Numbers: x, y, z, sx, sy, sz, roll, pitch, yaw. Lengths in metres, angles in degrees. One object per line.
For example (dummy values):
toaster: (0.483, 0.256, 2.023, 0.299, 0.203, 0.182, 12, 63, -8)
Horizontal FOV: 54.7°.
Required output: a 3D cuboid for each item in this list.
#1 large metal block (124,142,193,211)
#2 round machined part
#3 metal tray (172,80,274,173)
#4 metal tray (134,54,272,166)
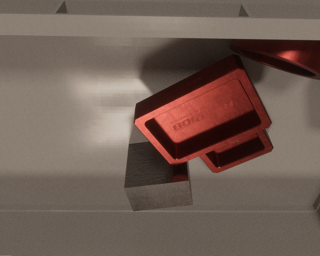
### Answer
large metal block: (-0.001, 0.062, 0.426, 0.080, 0.080, 0.050, -8, 130, 6)
round machined part: (0.122, -0.083, 0.300, 0.099, 0.098, 0.042, 17, 102, -15)
metal tray: (0.080, -0.002, 0.405, 0.090, 0.030, 0.130, -27, 126, 20)
metal tray: (0.048, -0.014, 0.353, 0.130, 0.030, 0.090, -25, 126, 19)
